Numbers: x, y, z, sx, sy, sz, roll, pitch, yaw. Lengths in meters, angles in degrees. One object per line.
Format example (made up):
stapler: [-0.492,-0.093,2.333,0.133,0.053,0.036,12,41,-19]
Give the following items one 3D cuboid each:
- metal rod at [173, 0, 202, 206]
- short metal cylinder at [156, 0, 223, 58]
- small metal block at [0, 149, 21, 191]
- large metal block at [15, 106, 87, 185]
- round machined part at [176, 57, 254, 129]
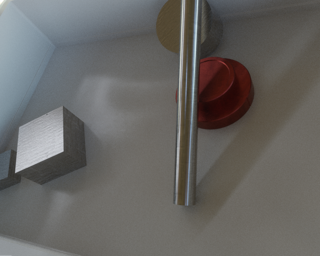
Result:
metal rod: [0.033,-0.065,0.356,0.025,0.025,0.298,0,84,28]
short metal cylinder: [0.042,-0.139,0.431,0.080,0.050,0.079,0,90,26]
small metal block: [-0.249,0.068,0.492,0.050,0.025,0.050,-22,54,14]
large metal block: [-0.159,0.026,0.455,0.080,0.050,0.080,-24,53,13]
round machined part: [0.065,-0.051,0.391,0.098,0.042,0.098,-13,56,20]
